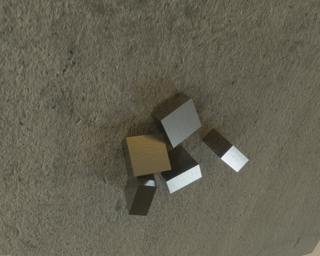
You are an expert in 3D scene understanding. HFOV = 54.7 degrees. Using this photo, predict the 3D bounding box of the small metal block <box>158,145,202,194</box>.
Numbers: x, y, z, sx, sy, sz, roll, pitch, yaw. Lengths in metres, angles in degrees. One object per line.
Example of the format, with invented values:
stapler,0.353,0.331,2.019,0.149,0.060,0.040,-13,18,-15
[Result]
small metal block,0.023,0.057,0.439,0.050,0.050,0.025,-26,128,-12

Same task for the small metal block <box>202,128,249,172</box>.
small metal block,0.098,0.033,0.464,0.025,0.050,0.050,-48,129,5

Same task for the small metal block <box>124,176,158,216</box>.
small metal block,-0.028,0.083,0.424,0.025,0.050,0.050,10,115,-20

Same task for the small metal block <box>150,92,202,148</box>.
small metal block,0.022,-0.011,0.408,0.050,0.025,0.050,-37,130,-15

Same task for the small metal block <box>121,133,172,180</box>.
small metal block,-0.018,0.036,0.401,0.050,0.050,0.025,-7,164,-24
